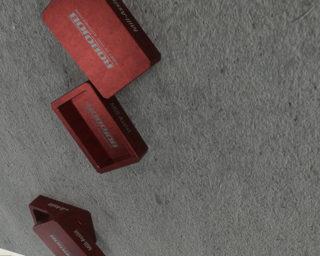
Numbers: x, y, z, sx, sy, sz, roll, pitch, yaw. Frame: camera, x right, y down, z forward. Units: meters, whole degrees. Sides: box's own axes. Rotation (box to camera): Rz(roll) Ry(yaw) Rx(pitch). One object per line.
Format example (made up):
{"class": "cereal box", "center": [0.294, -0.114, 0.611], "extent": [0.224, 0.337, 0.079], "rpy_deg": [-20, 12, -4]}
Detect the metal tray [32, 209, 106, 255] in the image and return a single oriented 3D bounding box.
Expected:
{"class": "metal tray", "center": [-0.173, 0.221, 0.592], "extent": [0.090, 0.030, 0.130], "rpy_deg": [-27, 104, 37]}

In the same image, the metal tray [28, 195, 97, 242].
{"class": "metal tray", "center": [-0.197, 0.193, 0.626], "extent": [0.130, 0.030, 0.089], "rpy_deg": [11, 123, 22]}

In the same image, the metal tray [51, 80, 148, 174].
{"class": "metal tray", "center": [-0.088, -0.001, 0.449], "extent": [0.090, 0.030, 0.130], "rpy_deg": [-21, 107, 36]}

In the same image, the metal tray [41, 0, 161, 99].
{"class": "metal tray", "center": [-0.072, -0.110, 0.373], "extent": [0.090, 0.030, 0.130], "rpy_deg": [-30, 102, 37]}
